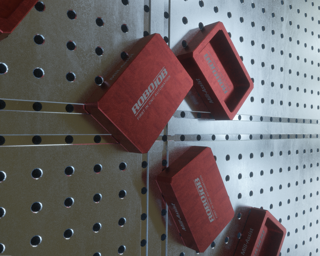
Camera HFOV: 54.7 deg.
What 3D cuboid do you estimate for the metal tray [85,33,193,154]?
[{"bbox_3d":[-0.020,-0.044,0.391,0.090,0.030,0.130,49,61,-29],"label":"metal tray"}]

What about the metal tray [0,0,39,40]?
[{"bbox_3d":[-0.145,-0.159,0.284,0.090,0.030,0.130,41,65,-32],"label":"metal tray"}]

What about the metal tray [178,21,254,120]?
[{"bbox_3d":[0.092,-0.086,0.485,0.090,0.030,0.130,-52,121,-28],"label":"metal tray"}]

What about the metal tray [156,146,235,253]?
[{"bbox_3d":[0.057,0.103,0.456,0.091,0.030,0.129,-35,112,-35],"label":"metal tray"}]

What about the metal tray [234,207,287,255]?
[{"bbox_3d":[0.179,0.222,0.559,0.090,0.030,0.130,44,64,-32],"label":"metal tray"}]
